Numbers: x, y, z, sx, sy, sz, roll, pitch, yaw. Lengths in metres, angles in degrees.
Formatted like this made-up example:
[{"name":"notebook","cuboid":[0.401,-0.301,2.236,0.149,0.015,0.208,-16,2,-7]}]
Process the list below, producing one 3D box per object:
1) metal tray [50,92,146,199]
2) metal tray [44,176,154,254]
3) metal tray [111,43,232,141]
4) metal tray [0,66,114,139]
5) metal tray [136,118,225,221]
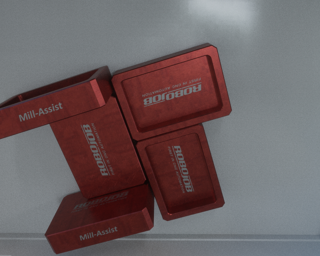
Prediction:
[{"name":"metal tray","cuboid":[-0.080,0.024,0.413,0.090,0.030,0.129,-16,110,5]},{"name":"metal tray","cuboid":[-0.074,0.111,0.413,0.131,0.090,0.030,-16,110,5]},{"name":"metal tray","cuboid":[0.015,-0.044,0.391,0.131,0.030,0.089,-16,110,5]},{"name":"metal tray","cuboid":[-0.123,-0.032,0.359,0.131,0.090,0.030,-17,109,5]},{"name":"metal tray","cuboid":[0.030,0.059,0.429,0.090,0.030,0.129,-16,110,5]}]
